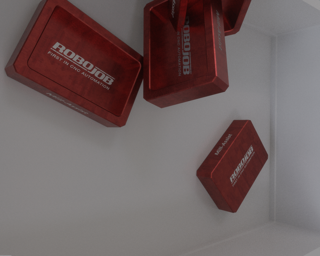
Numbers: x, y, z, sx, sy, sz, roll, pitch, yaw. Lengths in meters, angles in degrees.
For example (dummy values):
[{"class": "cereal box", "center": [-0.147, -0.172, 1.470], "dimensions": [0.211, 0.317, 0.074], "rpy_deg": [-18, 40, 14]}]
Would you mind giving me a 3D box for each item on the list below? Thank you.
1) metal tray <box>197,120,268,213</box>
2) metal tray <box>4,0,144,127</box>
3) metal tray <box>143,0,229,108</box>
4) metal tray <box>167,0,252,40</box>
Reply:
[{"class": "metal tray", "center": [0.122, 0.059, 0.506], "dimensions": [0.130, 0.030, 0.090], "rpy_deg": [-48, 119, -29]}, {"class": "metal tray", "center": [-0.081, -0.066, 0.334], "dimensions": [0.131, 0.030, 0.090], "rpy_deg": [31, 71, -36]}, {"class": "metal tray", "center": [0.026, -0.095, 0.351], "dimensions": [0.030, 0.090, 0.129], "rpy_deg": [23, 61, -52]}, {"class": "metal tray", "center": [0.059, -0.152, 0.346], "dimensions": [0.091, 0.130, 0.030], "rpy_deg": [-16, 68, -10]}]
